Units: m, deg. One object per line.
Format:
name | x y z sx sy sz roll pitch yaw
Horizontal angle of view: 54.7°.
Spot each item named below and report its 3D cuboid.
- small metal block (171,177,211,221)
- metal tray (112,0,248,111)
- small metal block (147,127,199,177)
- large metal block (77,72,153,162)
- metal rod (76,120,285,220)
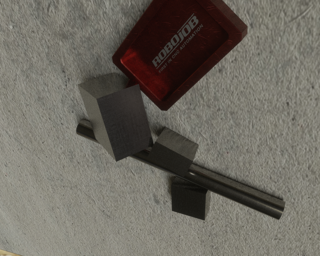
small metal block | 0.045 0.099 0.444 0.050 0.025 0.050 11 123 22
metal tray | 0.016 -0.090 0.338 0.090 0.030 0.129 45 129 -4
small metal block | 0.018 0.029 0.393 0.050 0.050 0.025 28 114 4
large metal block | -0.056 -0.017 0.383 0.080 0.050 0.079 33 141 56
metal rod | 0.017 0.052 0.428 0.301 0.025 0.025 21 126 15
